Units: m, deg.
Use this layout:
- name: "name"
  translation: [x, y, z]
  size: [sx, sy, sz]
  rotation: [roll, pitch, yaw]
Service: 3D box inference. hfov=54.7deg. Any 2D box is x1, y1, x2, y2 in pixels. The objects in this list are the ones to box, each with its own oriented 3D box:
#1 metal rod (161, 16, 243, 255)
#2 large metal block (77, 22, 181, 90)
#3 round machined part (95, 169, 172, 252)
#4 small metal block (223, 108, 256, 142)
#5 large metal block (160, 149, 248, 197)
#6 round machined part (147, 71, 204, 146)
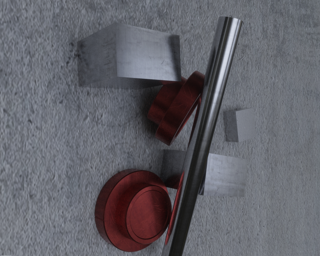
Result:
- name: "metal rod"
  translation: [0.042, 0.030, 0.351]
  size: [0.025, 0.025, 0.298]
  rotation: [2, 105, -40]
- name: "large metal block"
  translation: [-0.035, -0.073, 0.339]
  size: [0.081, 0.080, 0.050]
  rotation: [-3, 91, -40]
- name: "round machined part"
  translation: [-0.024, 0.100, 0.373]
  size: [0.099, 0.042, 0.097]
  rotation: [0, 90, -40]
- name: "small metal block"
  translation: [0.134, -0.006, 0.517]
  size: [0.050, 0.025, 0.050]
  rotation: [-12, 98, -39]
- name: "large metal block"
  translation: [0.058, 0.060, 0.418]
  size: [0.081, 0.080, 0.050]
  rotation: [12, 83, -40]
- name: "round machined part"
  translation: [0.020, -0.029, 0.387]
  size: [0.042, 0.098, 0.098]
  rotation: [32, 64, 6]
